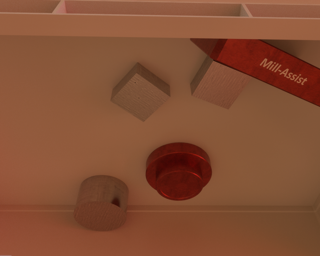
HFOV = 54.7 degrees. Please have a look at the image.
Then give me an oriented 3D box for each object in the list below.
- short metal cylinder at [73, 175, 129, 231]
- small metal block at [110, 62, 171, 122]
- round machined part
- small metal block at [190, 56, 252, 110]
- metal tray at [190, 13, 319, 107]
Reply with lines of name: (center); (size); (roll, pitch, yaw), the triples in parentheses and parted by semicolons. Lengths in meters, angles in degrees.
short metal cylinder: (-0.092, 0.120, 0.494); (0.081, 0.050, 0.079); (0, 130, 0)
small metal block: (-0.023, -0.042, 0.373); (0.050, 0.025, 0.050); (33, 123, -25)
round machined part: (0.028, 0.071, 0.459); (0.099, 0.042, 0.097); (-1, 130, 0)
small metal block: (0.070, -0.055, 0.363); (0.050, 0.025, 0.050); (18, 128, -16)
metal tray: (0.102, -0.068, 0.306); (0.131, 0.090, 0.030); (19, 112, -16)
